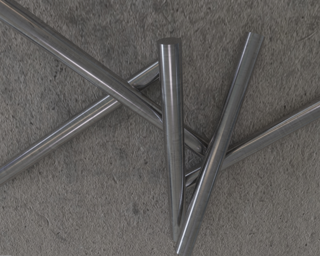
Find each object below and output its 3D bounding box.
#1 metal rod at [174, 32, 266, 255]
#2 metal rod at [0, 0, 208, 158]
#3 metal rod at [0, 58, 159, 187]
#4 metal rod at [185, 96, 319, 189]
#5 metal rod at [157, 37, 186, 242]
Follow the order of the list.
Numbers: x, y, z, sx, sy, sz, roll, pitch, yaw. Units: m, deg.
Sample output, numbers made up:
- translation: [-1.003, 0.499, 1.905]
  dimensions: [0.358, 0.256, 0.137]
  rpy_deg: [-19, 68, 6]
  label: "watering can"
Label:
- translation: [0.073, 0.029, 0.398]
  dimensions: [0.025, 0.025, 0.298]
  rpy_deg: [15, 101, -6]
  label: "metal rod"
- translation: [-0.052, -0.048, 0.359]
  dimensions: [0.301, 0.025, 0.025]
  rpy_deg: [34, 107, -25]
  label: "metal rod"
- translation: [-0.116, 0.000, 0.408]
  dimensions: [0.300, 0.025, 0.025]
  rpy_deg: [-32, 107, 11]
  label: "metal rod"
- translation: [0.162, 0.000, 0.410]
  dimensions: [0.300, 0.025, 0.025]
  rpy_deg: [-31, 107, 10]
  label: "metal rod"
- translation: [0.019, 0.038, 0.391]
  dimensions: [0.025, 0.025, 0.298]
  rpy_deg: [-4, 122, 1]
  label: "metal rod"
